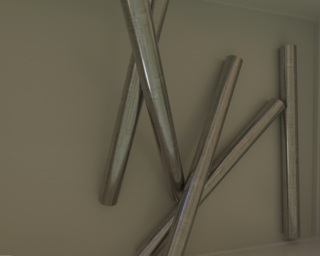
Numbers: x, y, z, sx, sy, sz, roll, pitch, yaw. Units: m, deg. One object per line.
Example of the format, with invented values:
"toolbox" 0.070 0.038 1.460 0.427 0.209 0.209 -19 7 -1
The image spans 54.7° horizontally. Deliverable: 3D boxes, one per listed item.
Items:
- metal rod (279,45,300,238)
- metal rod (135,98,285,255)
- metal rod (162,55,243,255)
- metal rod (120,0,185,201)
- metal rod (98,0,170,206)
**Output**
"metal rod" 0.205 0.021 0.488 0.025 0.025 0.298 -2 91 -20
"metal rod" 0.080 0.066 0.441 0.301 0.025 0.025 -45 105 -15
"metal rod" 0.059 0.036 0.411 0.025 0.025 0.299 26 73 -19
"metal rod" -0.002 -0.025 0.334 0.025 0.025 0.298 -27 129 -18
"metal rod" -0.027 -0.044 0.340 0.025 0.025 0.298 8 111 -20
